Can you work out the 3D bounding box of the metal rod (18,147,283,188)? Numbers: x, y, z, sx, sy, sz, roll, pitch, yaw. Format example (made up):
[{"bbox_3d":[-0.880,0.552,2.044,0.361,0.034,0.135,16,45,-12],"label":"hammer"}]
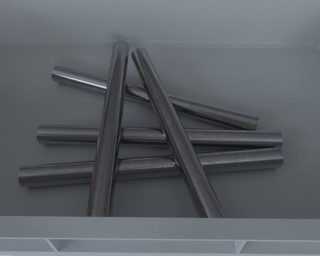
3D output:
[{"bbox_3d":[-0.007,0.046,0.365,0.302,0.025,0.025,-4,50,-4],"label":"metal rod"}]

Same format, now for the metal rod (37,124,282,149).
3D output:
[{"bbox_3d":[-0.001,0.012,0.392,0.302,0.025,0.025,2,50,1],"label":"metal rod"}]

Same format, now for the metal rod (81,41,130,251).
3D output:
[{"bbox_3d":[-0.059,-0.008,0.376,0.025,0.025,0.300,0,50,0],"label":"metal rod"}]

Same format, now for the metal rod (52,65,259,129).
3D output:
[{"bbox_3d":[-0.015,-0.043,0.438,0.301,0.025,0.025,16,52,12],"label":"metal rod"}]

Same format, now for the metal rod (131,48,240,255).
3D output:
[{"bbox_3d":[0.015,0.000,0.370,0.025,0.025,0.299,-14,51,-12],"label":"metal rod"}]
